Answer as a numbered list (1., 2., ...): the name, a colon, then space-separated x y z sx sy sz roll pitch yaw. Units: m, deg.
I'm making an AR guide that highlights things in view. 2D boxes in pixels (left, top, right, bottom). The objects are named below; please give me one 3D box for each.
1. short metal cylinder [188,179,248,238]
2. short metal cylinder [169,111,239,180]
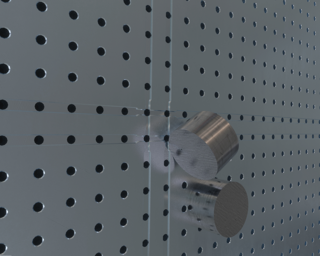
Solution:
1. short metal cylinder: 0.088 0.118 0.467 0.081 0.050 0.079 0 90 -40
2. short metal cylinder: 0.059 0.024 0.422 0.050 0.080 0.080 -37 113 -34
